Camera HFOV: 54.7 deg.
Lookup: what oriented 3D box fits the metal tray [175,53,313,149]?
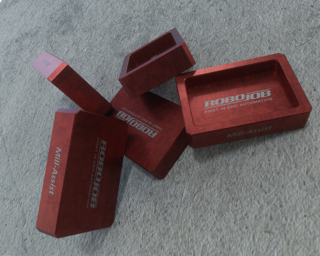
[{"bbox_3d":[0.089,-0.033,0.354,0.131,0.030,0.090,-11,55,4],"label":"metal tray"}]

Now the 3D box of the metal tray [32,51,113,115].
[{"bbox_3d":[-0.130,-0.063,0.449,0.030,0.090,0.130,-49,35,-6],"label":"metal tray"}]

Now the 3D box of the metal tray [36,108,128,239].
[{"bbox_3d":[-0.083,0.049,0.350,0.030,0.090,0.129,6,85,31],"label":"metal tray"}]

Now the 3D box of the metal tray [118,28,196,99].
[{"bbox_3d":[-0.006,-0.093,0.423,0.090,0.030,0.130,-27,23,10],"label":"metal tray"}]

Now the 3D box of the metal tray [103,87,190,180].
[{"bbox_3d":[-0.023,-0.001,0.413,0.130,0.030,0.090,29,77,37],"label":"metal tray"}]
